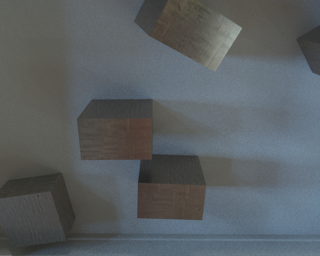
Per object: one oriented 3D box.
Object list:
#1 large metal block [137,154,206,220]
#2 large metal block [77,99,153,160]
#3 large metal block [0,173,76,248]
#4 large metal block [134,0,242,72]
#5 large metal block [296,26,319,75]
[{"bbox_3d":[0.013,0.075,0.410,0.081,0.080,0.050,2,110,-1],"label":"large metal block"},{"bbox_3d":[-0.050,-0.001,0.381,0.081,0.080,0.050,0,110,0],"label":"large metal block"},{"bbox_3d":[-0.175,0.116,0.438,0.080,0.050,0.079,-8,110,2],"label":"large metal block"},{"bbox_3d":[0.026,-0.111,0.331,0.080,0.080,0.050,22,109,-26],"label":"large metal block"},{"bbox_3d":[0.218,-0.098,0.349,0.080,0.080,0.050,-31,107,10],"label":"large metal block"}]
